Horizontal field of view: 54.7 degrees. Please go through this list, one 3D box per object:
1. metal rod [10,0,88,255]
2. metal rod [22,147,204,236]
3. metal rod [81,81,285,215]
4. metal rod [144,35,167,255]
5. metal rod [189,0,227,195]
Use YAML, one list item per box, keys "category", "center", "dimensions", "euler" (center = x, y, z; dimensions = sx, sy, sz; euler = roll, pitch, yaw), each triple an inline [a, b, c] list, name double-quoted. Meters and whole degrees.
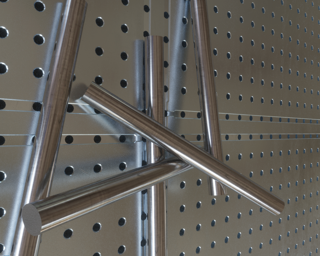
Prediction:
- category: "metal rod"
  center: [-0.114, 0.010, 0.314]
  dimensions: [0.025, 0.025, 0.298]
  euler: [15, 80, -39]
- category: "metal rod"
  center: [-0.010, 0.054, 0.355]
  dimensions: [0.302, 0.025, 0.025]
  euler: [-10, 97, -54]
- category: "metal rod"
  center: [0.041, 0.034, 0.387]
  dimensions: [0.301, 0.025, 0.025]
  euler: [32, 69, -17]
- category: "metal rod"
  center: [-0.006, 0.032, 0.406]
  dimensions: [0.025, 0.025, 0.298]
  euler: [-2, 91, -40]
- category: "metal rod"
  center: [0.067, -0.057, 0.441]
  dimensions: [0.025, 0.025, 0.298]
  euler: [0, 82, -40]
